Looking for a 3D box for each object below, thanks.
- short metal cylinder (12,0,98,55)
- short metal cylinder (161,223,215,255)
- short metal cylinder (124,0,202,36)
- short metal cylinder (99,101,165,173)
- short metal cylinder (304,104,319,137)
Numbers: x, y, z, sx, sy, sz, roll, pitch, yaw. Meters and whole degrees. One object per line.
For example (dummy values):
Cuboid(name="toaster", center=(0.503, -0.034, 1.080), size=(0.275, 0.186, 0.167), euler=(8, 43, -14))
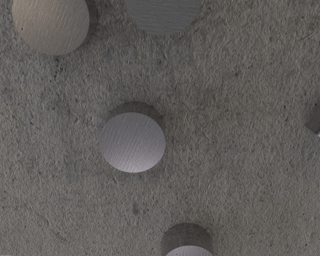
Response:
Cuboid(name="short metal cylinder", center=(-0.115, -0.126, 0.349), size=(0.081, 0.050, 0.079), euler=(0, 110, 0))
Cuboid(name="short metal cylinder", center=(0.041, 0.192, 0.467), size=(0.081, 0.050, 0.079), euler=(0, 110, 0))
Cuboid(name="short metal cylinder", center=(0.003, -0.145, 0.343), size=(0.081, 0.050, 0.079), euler=(0, 110, 0))
Cuboid(name="short metal cylinder", center=(-0.034, 0.010, 0.400), size=(0.081, 0.050, 0.079), euler=(0, 110, 0))
Cuboid(name="short metal cylinder", center=(0.229, -0.002, 0.382), size=(0.080, 0.080, 0.050), euler=(28, 108, -10))
